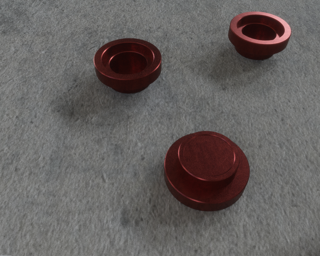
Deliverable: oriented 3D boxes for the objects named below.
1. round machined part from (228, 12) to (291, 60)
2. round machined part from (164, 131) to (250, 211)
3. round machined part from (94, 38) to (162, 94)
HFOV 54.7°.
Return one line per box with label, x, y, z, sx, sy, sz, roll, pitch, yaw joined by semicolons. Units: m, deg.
round machined part;0.164;-0.152;0.522;0.099;0.042;0.098;0;50;0
round machined part;0.054;0.042;0.358;0.099;0.042;0.098;0;50;0
round machined part;-0.047;-0.090;0.467;0.099;0.042;0.098;0;50;0
